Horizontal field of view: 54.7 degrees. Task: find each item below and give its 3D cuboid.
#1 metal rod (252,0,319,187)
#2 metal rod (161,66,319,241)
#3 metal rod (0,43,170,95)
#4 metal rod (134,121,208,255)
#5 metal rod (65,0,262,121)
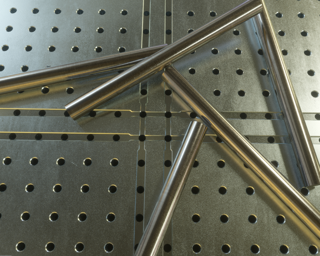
[{"bbox_3d":[0.172,-0.067,0.438,0.025,0.025,0.299,-8,70,-3],"label":"metal rod"},{"bbox_3d":[0.109,0.028,0.402,0.025,0.025,0.300,-39,75,-13],"label":"metal rod"},{"bbox_3d":[-0.135,-0.078,0.438,0.302,0.025,0.025,-13,71,-5],"label":"metal rod"},{"bbox_3d":[-0.007,0.126,0.365,0.025,0.025,0.300,22,71,7],"label":"metal rod"},{"bbox_3d":[0.008,-0.097,0.428,0.301,0.025,0.025,-31,73,-4],"label":"metal rod"}]
